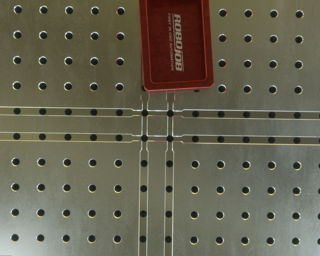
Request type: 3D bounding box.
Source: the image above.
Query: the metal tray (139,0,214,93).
[{"bbox_3d":[0.021,-0.114,0.410,0.090,0.030,0.129,-4,90,0],"label":"metal tray"}]
